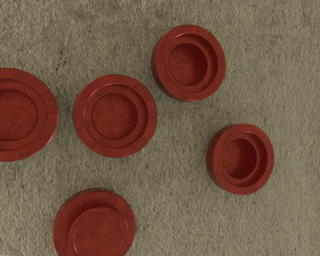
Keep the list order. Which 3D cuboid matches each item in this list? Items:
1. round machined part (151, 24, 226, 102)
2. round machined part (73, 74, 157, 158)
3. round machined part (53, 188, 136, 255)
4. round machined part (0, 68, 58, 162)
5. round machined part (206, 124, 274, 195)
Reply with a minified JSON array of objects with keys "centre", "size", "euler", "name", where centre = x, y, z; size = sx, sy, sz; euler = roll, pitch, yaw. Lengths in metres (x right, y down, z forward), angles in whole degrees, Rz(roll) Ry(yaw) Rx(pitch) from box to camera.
[{"centre":[0.034,-0.083,0.412],"size":[0.099,0.042,0.097],"euler":[0,90,-20],"name":"round machined part"},{"centre":[-0.056,-0.014,0.379],"size":[0.099,0.042,0.097],"euler":[0,90,-20],"name":"round machined part"},{"centre":[-0.076,0.124,0.372],"size":[0.099,0.042,0.097],"euler":[0,90,-20],"name":"round machined part"},{"centre":[-0.164,-0.014,0.339],"size":[0.099,0.042,0.097],"euler":[0,90,-20],"name":"round machined part"},{"centre":[0.109,0.043,0.440],"size":[0.099,0.042,0.097],"euler":[0,90,-20],"name":"round machined part"}]
